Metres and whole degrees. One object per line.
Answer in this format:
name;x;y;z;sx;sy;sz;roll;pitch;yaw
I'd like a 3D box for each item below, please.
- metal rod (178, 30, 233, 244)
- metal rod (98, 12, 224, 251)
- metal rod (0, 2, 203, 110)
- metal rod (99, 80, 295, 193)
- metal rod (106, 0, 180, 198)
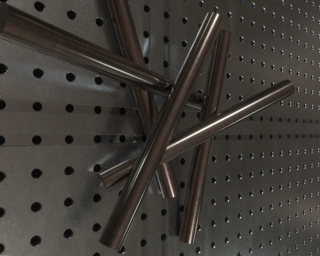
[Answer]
metal rod;0.064;0.014;0.438;0.025;0.025;0.298;8;93;-40
metal rod;0.009;-0.008;0.361;0.025;0.025;0.299;35;73;-35
metal rod;-0.027;-0.058;0.340;0.302;0.025;0.025;12;82;-54
metal rod;0.063;0.001;0.408;0.302;0.025;0.025;-26;107;-20
metal rod;-0.023;-0.050;0.391;0.025;0.025;0.298;-25;106;-37
